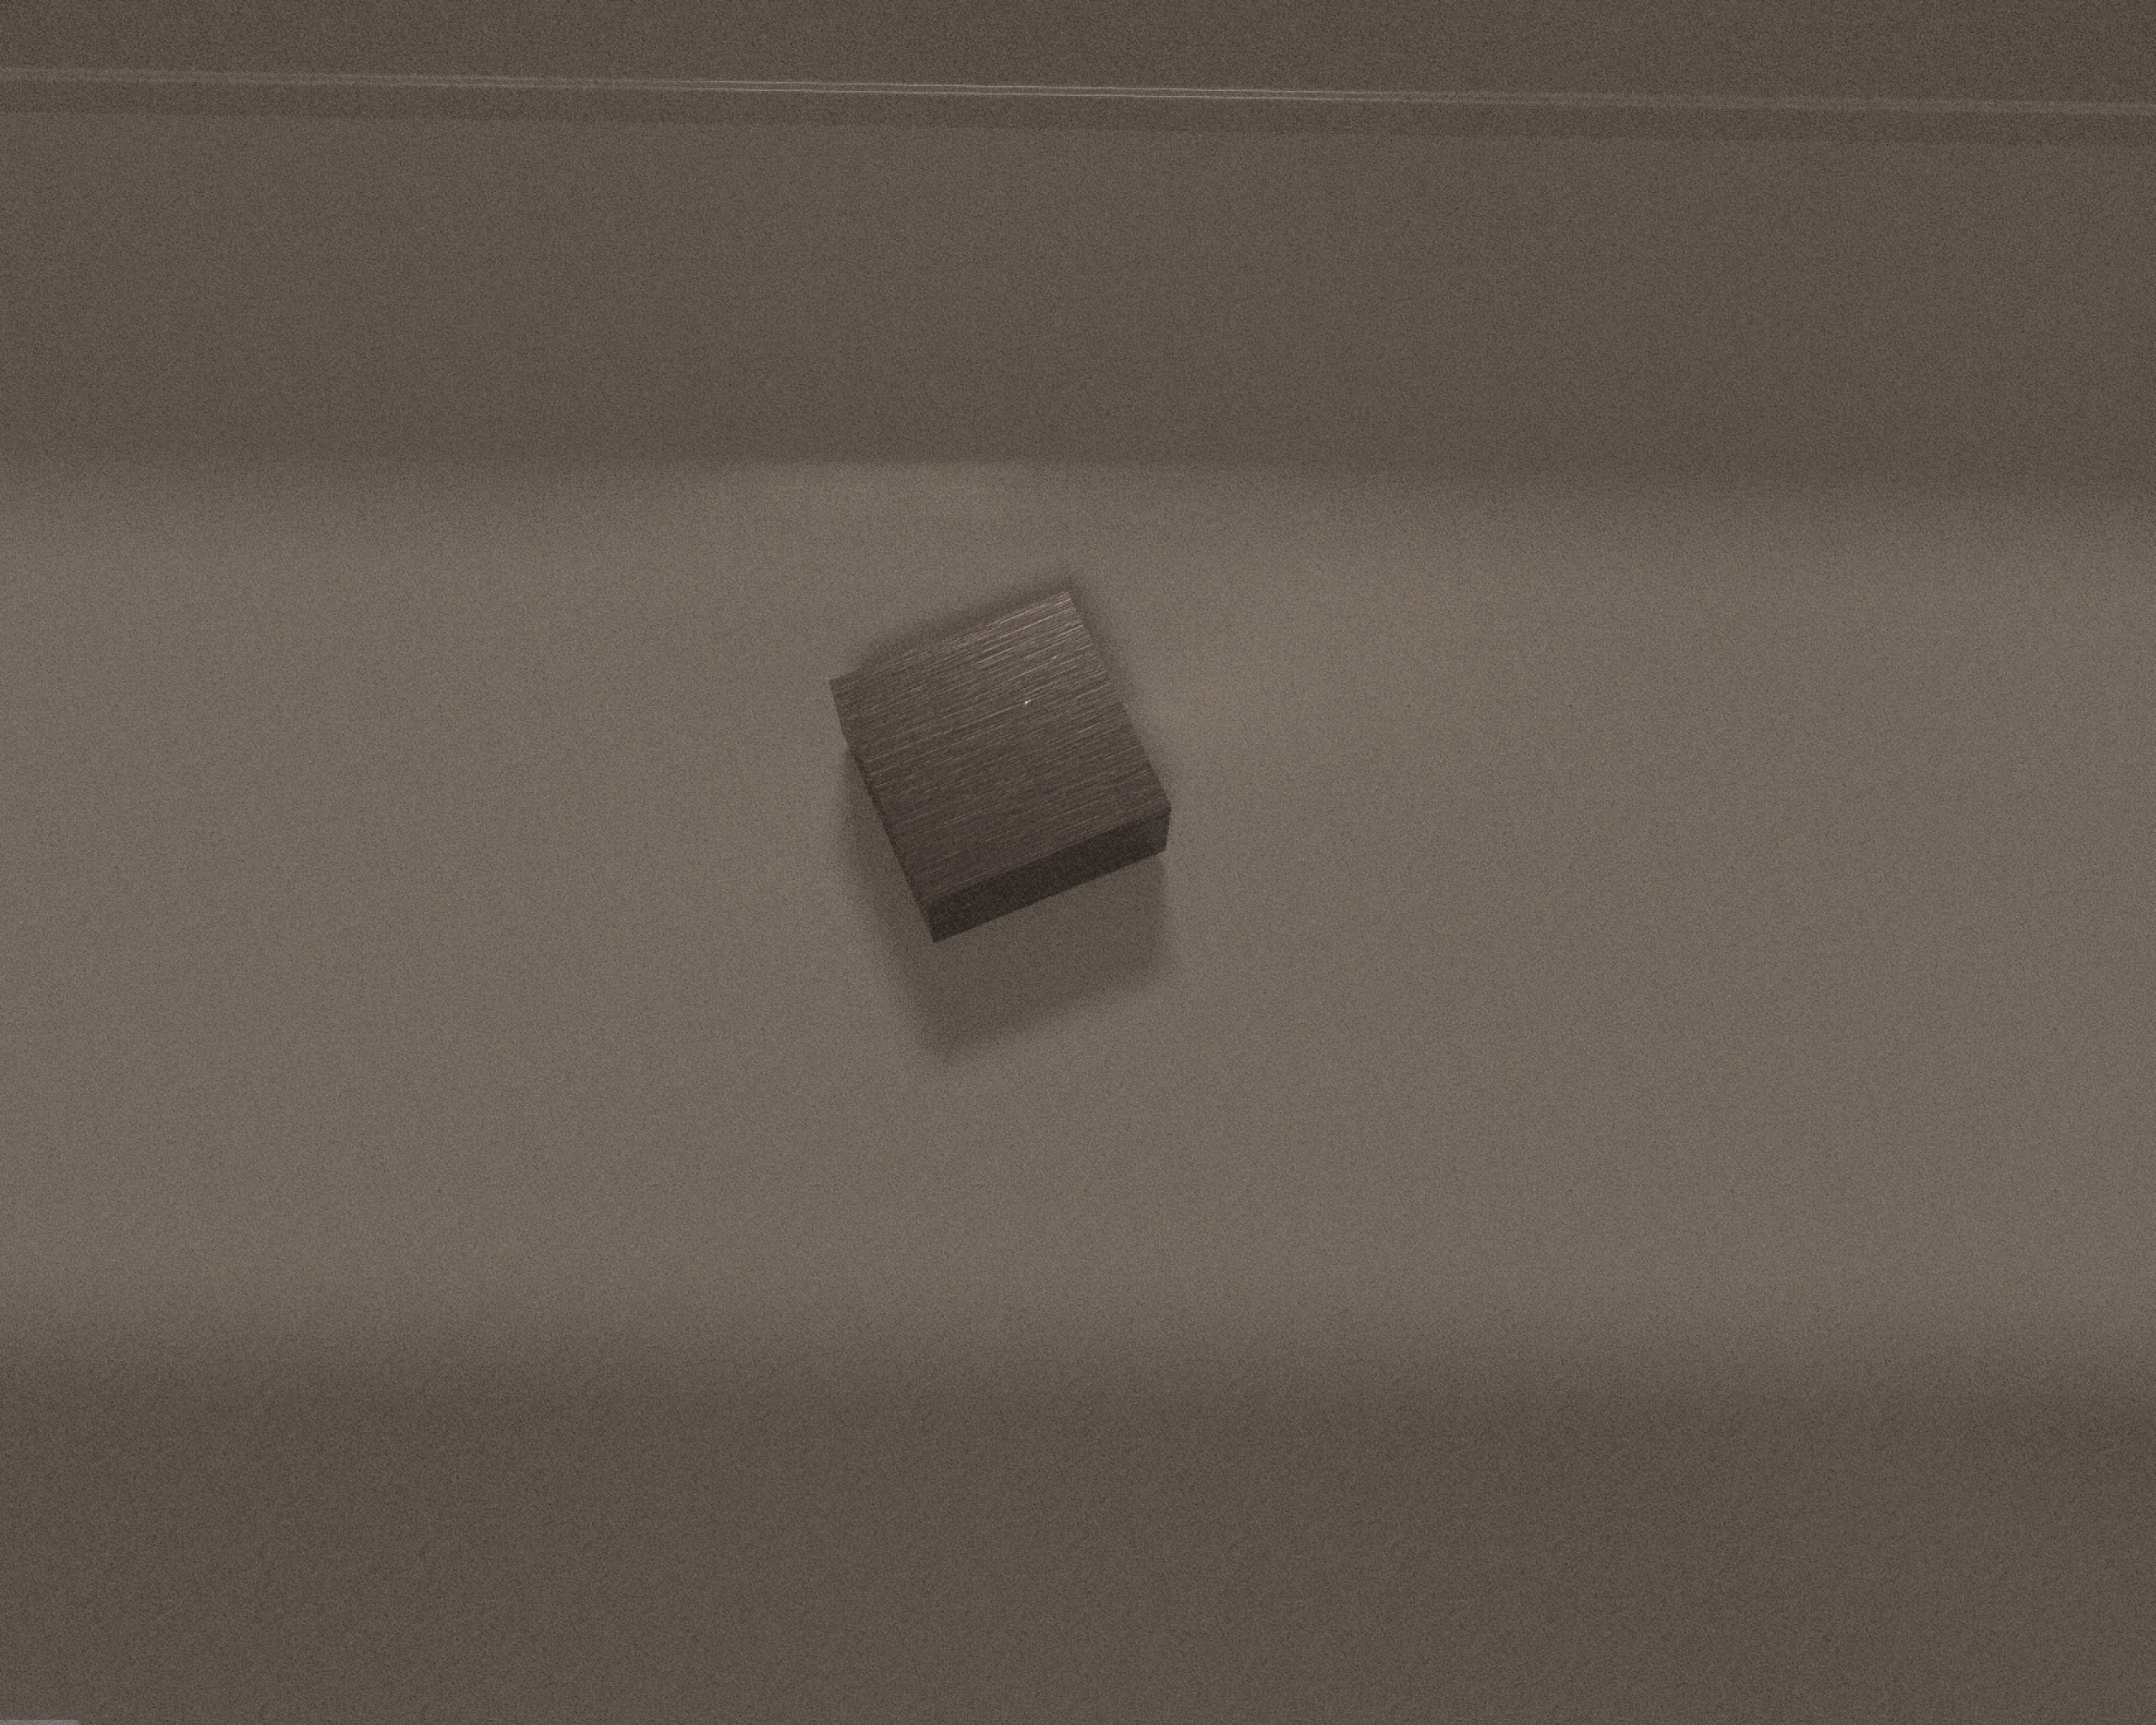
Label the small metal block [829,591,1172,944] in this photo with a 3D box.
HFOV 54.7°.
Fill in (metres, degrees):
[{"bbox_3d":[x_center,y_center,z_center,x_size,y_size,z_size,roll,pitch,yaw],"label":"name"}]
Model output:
[{"bbox_3d":[-0.015,-0.019,0.413,0.050,0.025,0.050,-22,72,-8],"label":"small metal block"}]
